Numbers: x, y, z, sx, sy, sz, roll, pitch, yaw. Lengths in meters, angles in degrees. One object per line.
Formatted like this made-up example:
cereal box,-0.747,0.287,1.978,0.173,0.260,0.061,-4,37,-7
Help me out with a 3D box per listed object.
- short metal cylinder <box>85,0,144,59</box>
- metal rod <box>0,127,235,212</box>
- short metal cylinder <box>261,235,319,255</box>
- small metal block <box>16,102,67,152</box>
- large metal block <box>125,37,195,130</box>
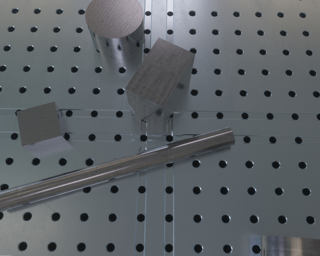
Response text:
short metal cylinder,-0.063,-0.149,0.453,0.081,0.050,0.080,0,70,0
metal rod,-0.051,0.050,0.392,0.302,0.025,0.025,-15,71,-6
short metal cylinder,0.150,0.145,0.331,0.080,0.080,0.050,5,70,2
small metal block,-0.156,-0.002,0.411,0.050,0.025,0.050,-16,71,-6
large metal block,0.001,-0.054,0.402,0.050,0.080,0.080,27,72,9
